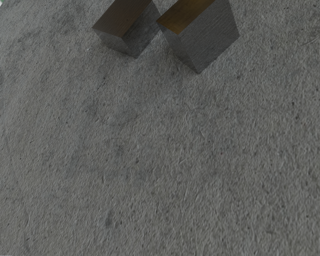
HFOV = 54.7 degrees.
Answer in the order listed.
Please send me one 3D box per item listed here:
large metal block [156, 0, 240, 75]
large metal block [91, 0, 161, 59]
[{"bbox_3d":[0.054,-0.135,0.423,0.080,0.080,0.050,-43,51,-2],"label":"large metal block"},{"bbox_3d":[-0.053,-0.173,0.522,0.080,0.050,0.080,29,78,37],"label":"large metal block"}]
